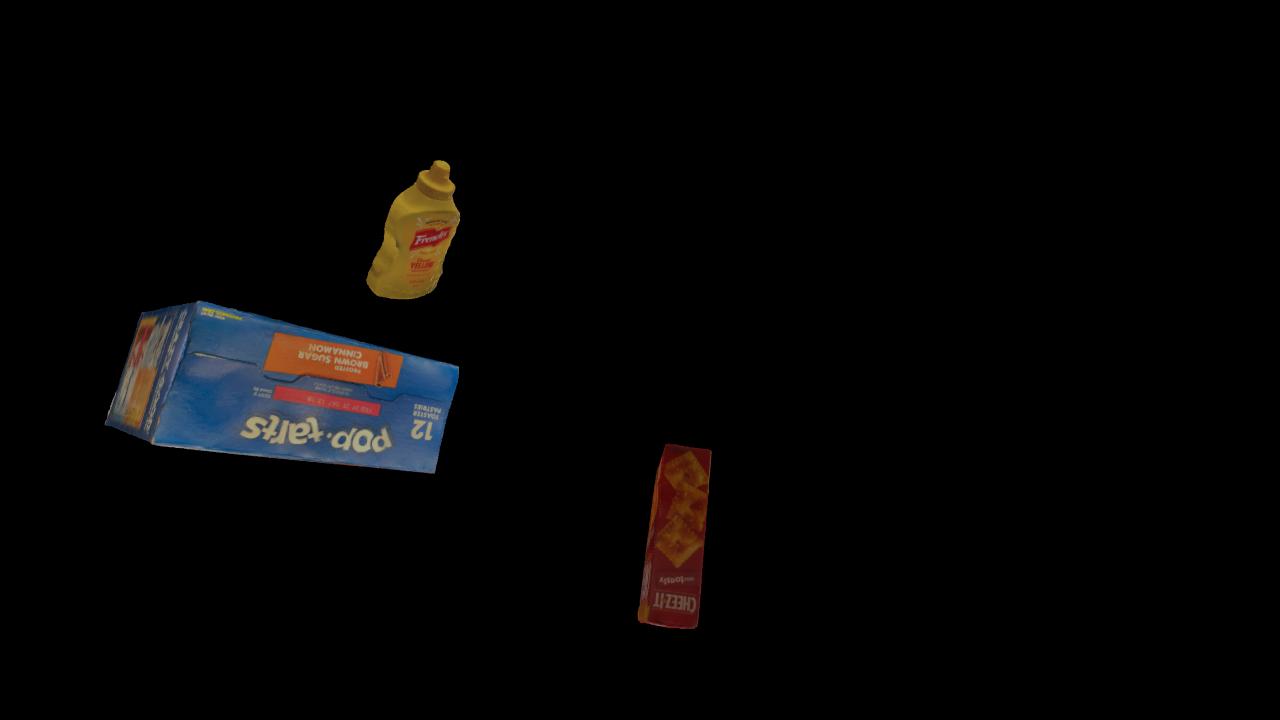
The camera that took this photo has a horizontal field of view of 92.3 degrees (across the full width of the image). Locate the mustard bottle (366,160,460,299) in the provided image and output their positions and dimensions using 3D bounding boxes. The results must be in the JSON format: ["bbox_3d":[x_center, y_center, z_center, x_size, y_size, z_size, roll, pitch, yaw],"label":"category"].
[{"bbox_3d":[-0.266,-0.159,0.746,0.092,0.184,0.054,-10,52,-48],"label":"mustard bottle"}]

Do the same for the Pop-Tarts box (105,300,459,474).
[{"bbox_3d":[-0.241,0.023,0.426,0.141,0.083,0.167,1,-12,42],"label":"Pop-Tarts box"}]

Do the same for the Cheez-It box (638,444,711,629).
[{"bbox_3d":[0.046,0.244,0.838,0.071,0.223,0.166,8,-23,1],"label":"Cheez-It box"}]
